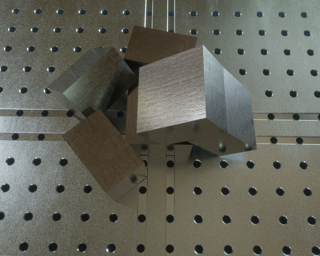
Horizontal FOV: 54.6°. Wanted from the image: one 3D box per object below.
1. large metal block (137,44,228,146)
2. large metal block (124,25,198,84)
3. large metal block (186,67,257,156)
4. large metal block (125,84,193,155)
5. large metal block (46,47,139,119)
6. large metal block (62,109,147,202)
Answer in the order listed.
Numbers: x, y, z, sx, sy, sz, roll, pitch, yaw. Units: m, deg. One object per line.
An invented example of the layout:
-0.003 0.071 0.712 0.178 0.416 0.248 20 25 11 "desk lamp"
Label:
0.023 -0.032 0.337 0.080 0.050 0.080 -13 65 32 "large metal block"
0.002 -0.084 0.414 0.080 0.080 0.050 12 71 5 "large metal block"
0.075 -0.016 0.380 0.050 0.080 0.080 -15 65 35 "large metal block"
-0.001 -0.010 0.402 0.080 0.050 0.080 1 70 0 "large metal block"
-0.088 -0.057 0.396 0.080 0.080 0.050 -47 121 -15 "large metal block"
-0.062 0.036 0.368 0.050 0.080 0.080 -38 75 -13 "large metal block"
